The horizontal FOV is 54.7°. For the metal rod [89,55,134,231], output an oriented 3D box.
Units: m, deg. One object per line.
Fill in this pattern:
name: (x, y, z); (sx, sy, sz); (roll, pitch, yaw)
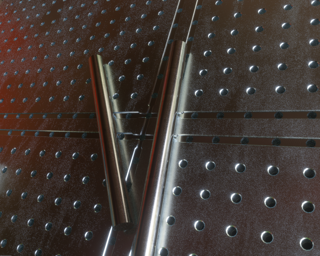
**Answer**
metal rod: (-0.077, -0.001, 0.447); (0.025, 0.025, 0.299); (-25, 53, 12)

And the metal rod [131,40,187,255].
metal rod: (0.005, 0.008, 0.399); (0.025, 0.025, 0.299); (-4, 60, 26)
